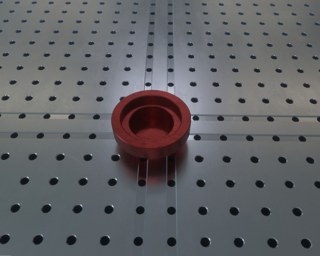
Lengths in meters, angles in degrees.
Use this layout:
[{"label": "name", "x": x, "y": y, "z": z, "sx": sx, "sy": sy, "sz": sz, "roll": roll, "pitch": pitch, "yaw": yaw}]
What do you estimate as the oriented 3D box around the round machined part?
[{"label": "round machined part", "x": -0.011, "y": -0.001, "z": 0.397, "sx": 0.099, "sy": 0.042, "sz": 0.098, "roll": 0, "pitch": 50, "yaw": 0}]
